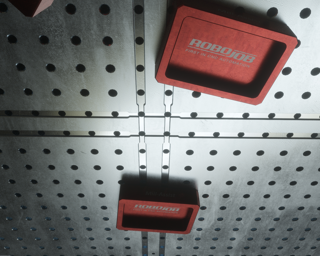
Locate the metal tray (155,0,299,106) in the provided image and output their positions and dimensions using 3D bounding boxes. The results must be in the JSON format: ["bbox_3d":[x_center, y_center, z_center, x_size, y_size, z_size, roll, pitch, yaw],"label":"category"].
[{"bbox_3d":[0.068,-0.081,0.340,0.131,0.030,0.089,12,129,-11],"label":"metal tray"}]

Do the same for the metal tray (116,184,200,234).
[{"bbox_3d":[-0.006,0.140,0.527,0.131,0.030,0.089,6,130,-6],"label":"metal tray"}]

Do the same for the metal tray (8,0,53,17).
[{"bbox_3d":[-0.104,-0.160,0.234,0.090,0.030,0.130,43,136,-17],"label":"metal tray"}]
